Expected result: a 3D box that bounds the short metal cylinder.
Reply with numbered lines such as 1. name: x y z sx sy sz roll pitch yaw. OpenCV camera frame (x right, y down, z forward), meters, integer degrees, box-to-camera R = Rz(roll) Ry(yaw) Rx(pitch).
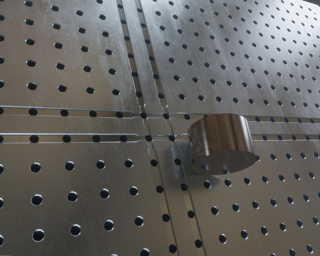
1. short metal cylinder: 0.078 0.023 0.400 0.081 0.080 0.050 9 58 -24
